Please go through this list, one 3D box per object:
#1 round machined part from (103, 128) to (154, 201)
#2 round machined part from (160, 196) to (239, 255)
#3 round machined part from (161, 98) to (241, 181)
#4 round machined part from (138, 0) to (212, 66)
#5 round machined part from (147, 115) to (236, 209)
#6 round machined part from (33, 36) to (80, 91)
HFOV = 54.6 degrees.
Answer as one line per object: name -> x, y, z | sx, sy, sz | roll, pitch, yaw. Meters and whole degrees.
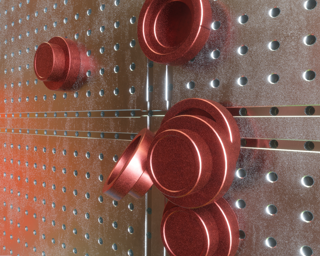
round machined part -> -0.029, 0.052, 0.400 | 0.042, 0.098, 0.098 | 35, 119, -10
round machined part -> 0.039, 0.122, 0.367 | 0.098, 0.042, 0.097 | 0, 90, 40
round machined part -> 0.048, 0.015, 0.359 | 0.098, 0.042, 0.097 | 0, 90, 40
round machined part -> 0.022, -0.125, 0.381 | 0.098, 0.042, 0.097 | 0, 90, 40
round machined part -> 0.025, 0.035, 0.324 | 0.098, 0.042, 0.097 | 0, 90, 40
round machined part -> -0.191, -0.116, 0.558 | 0.098, 0.042, 0.097 | 0, 90, 40
